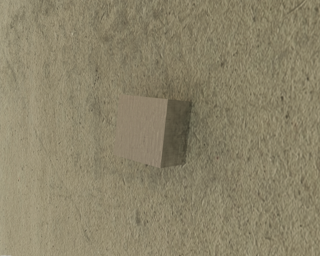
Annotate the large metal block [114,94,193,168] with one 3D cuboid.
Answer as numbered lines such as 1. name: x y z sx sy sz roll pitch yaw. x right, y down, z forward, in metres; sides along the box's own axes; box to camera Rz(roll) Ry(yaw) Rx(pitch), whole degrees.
1. large metal block: -0.010 0.001 0.396 0.080 0.050 0.079 10 97 39
